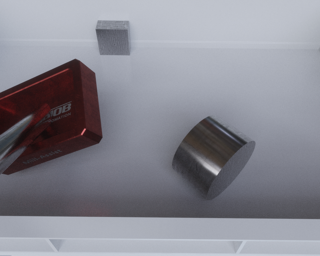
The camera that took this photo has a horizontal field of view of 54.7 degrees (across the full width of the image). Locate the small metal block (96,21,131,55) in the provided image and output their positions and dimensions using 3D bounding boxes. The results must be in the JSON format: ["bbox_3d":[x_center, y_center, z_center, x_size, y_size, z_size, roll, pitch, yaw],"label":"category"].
[{"bbox_3d":[-0.076,-0.149,0.513,0.050,0.050,0.025,1,50,0],"label":"small metal block"}]

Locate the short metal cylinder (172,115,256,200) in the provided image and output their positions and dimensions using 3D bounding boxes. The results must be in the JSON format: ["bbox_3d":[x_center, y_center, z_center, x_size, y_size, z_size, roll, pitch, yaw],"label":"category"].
[{"bbox_3d":[0.060,0.032,0.343,0.080,0.080,0.050,-36,59,-26],"label":"short metal cylinder"}]

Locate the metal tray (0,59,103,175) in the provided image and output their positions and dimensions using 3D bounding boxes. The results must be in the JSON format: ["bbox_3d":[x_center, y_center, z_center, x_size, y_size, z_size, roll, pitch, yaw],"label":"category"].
[{"bbox_3d":[-0.130,-0.010,0.338,0.130,0.030,0.090,-19,65,17],"label":"metal tray"}]

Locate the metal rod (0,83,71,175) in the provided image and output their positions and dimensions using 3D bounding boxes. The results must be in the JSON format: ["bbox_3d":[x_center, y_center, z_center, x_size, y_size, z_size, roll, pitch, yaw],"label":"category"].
[{"bbox_3d":[-0.131,-0.006,0.328,0.025,0.025,0.301,5,25,4],"label":"metal rod"}]
